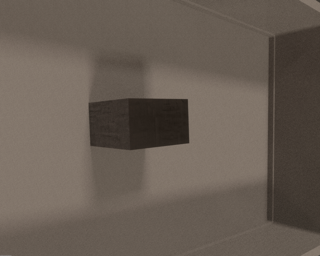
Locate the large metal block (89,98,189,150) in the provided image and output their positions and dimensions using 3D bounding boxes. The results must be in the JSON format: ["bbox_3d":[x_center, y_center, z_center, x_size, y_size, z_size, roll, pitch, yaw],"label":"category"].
[{"bbox_3d":[-0.025,-0.006,0.352,0.081,0.080,0.050,-4,93,-40],"label":"large metal block"}]
